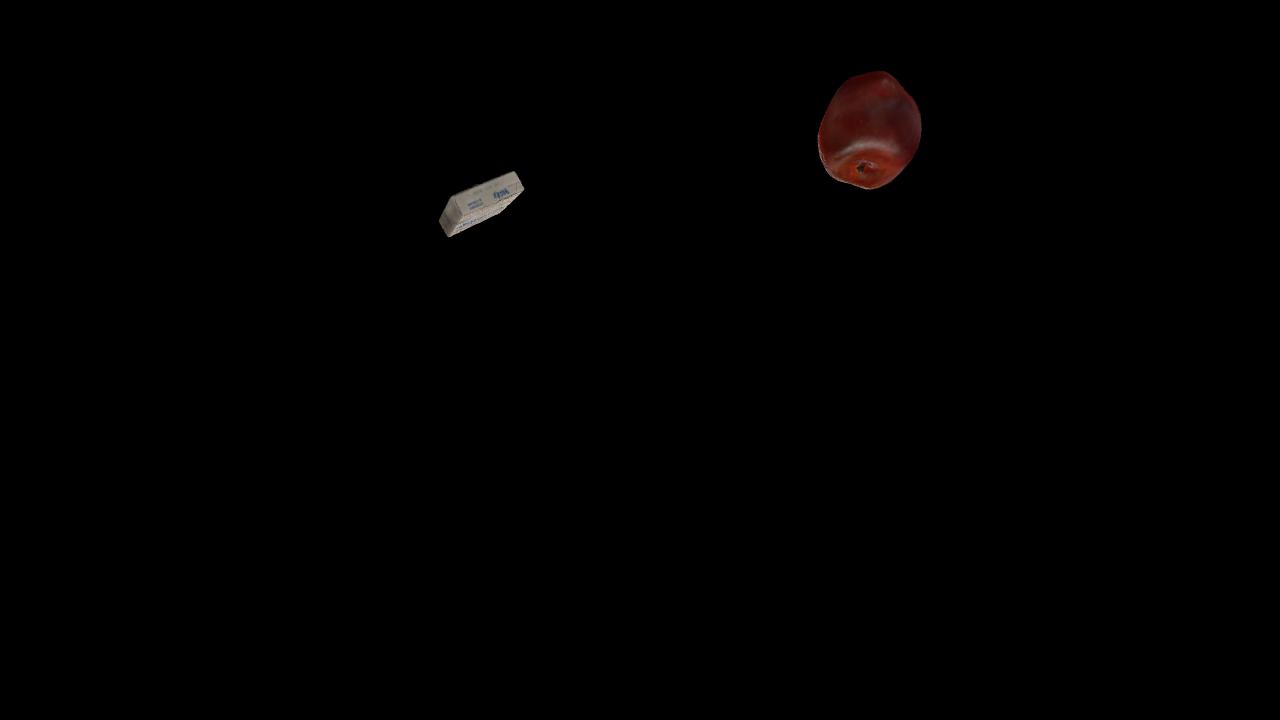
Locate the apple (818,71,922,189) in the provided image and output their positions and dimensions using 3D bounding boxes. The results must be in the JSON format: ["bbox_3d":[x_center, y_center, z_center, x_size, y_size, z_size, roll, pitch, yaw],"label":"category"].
[{"bbox_3d":[0.184,-0.185,0.494,0.079,0.093,0.079,12,-22,5],"label":"apple"}]

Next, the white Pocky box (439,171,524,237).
[{"bbox_3d":[-0.202,-0.193,0.769,0.084,0.028,0.154,-31,13,-19],"label":"white Pocky box"}]
